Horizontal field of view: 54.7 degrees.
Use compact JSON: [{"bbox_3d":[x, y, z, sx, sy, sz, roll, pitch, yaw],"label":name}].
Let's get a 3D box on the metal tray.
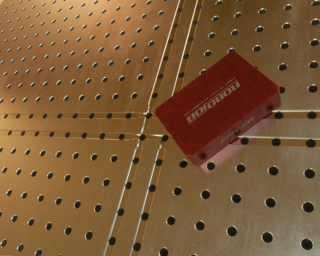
[{"bbox_3d":[0.069,-0.026,0.384,0.130,0.030,0.090,-37,51,2],"label":"metal tray"}]
